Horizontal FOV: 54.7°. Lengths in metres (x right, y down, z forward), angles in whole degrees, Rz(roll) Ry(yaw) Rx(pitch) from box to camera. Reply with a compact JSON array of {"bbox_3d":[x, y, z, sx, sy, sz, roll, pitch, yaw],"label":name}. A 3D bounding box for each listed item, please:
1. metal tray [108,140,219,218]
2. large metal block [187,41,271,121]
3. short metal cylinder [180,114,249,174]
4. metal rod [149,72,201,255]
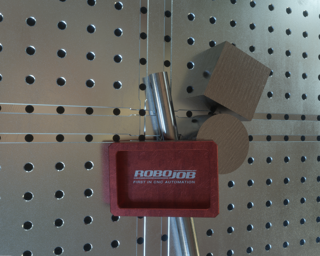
[{"bbox_3d":[0.005,0.061,0.381,0.131,0.030,0.089,-1,91,8],"label":"metal tray"},{"bbox_3d":[0.097,-0.062,0.437,0.080,0.050,0.080,26,81,-19],"label":"large metal block"},{"bbox_3d":[0.074,0.021,0.428,0.081,0.050,0.079,0,90,-21],"label":"short metal cylinder"},{"bbox_3d":[0.024,0.074,0.422,0.025,0.025,0.298,-12,94,-20],"label":"metal rod"}]
